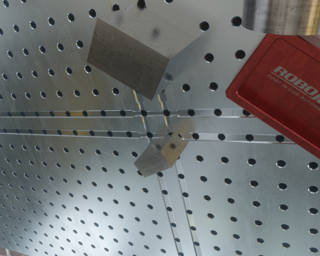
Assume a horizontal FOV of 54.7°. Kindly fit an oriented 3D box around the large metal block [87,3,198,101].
[{"bbox_3d":[-0.017,-0.085,0.332,0.080,0.080,0.050,32,129,7],"label":"large metal block"}]

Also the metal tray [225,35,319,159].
[{"bbox_3d":[0.145,-0.035,0.309,0.130,0.030,0.089,35,129,5],"label":"metal tray"}]

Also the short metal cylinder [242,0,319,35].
[{"bbox_3d":[0.109,-0.110,0.250,0.080,0.080,0.050,10,123,22],"label":"short metal cylinder"}]

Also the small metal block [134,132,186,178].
[{"bbox_3d":[0.000,0.036,0.417,0.050,0.050,0.025,-27,104,37],"label":"small metal block"}]
